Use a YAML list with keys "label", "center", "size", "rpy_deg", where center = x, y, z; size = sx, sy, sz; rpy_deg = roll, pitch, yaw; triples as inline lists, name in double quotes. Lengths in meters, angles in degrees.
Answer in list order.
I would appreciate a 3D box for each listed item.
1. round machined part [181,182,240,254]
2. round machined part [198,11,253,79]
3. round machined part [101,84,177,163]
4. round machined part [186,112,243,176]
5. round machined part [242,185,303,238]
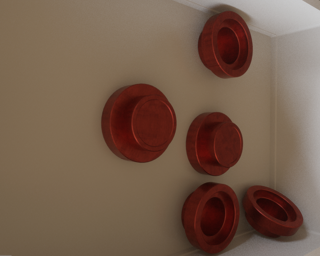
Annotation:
- label: "round machined part"
  center: [0.070, 0.128, 0.454]
  size: [0.099, 0.042, 0.097]
  rpy_deg: [0, 90, -40]
- label: "round machined part"
  center: [0.096, -0.124, 0.476]
  size: [0.099, 0.042, 0.097]
  rpy_deg: [0, 90, -40]
- label: "round machined part"
  center: [-0.018, -0.006, 0.380]
  size: [0.099, 0.042, 0.097]
  rpy_deg: [0, 90, -40]
- label: "round machined part"
  center: [0.089, 0.024, 0.470]
  size: [0.099, 0.042, 0.097]
  rpy_deg: [0, 90, -40]
- label: "round machined part"
  center: [0.185, 0.145, 0.525]
  size: [0.099, 0.098, 0.042]
  rpy_deg: [-2, 124, -40]
